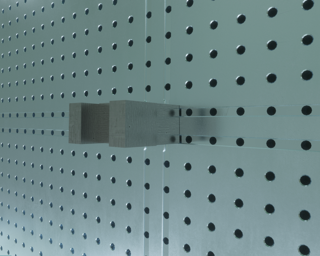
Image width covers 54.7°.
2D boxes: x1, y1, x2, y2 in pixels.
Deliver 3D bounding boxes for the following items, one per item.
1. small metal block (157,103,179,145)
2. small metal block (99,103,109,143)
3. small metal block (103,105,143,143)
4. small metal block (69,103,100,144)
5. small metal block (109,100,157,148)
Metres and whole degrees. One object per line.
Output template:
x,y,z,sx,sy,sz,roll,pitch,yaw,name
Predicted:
-0.001,-0.005,0.391,0.025,0.050,0.050,-1,90,40,small metal block
-0.050,-0.006,0.384,0.050,0.025,0.050,1,91,39,small metal block
-0.051,-0.005,0.432,0.025,0.050,0.050,1,91,40,small metal block
-0.088,-0.006,0.397,0.025,0.050,0.050,1,90,40,small metal block
-0.029,-0.004,0.348,0.025,0.050,0.050,1,90,40,small metal block
